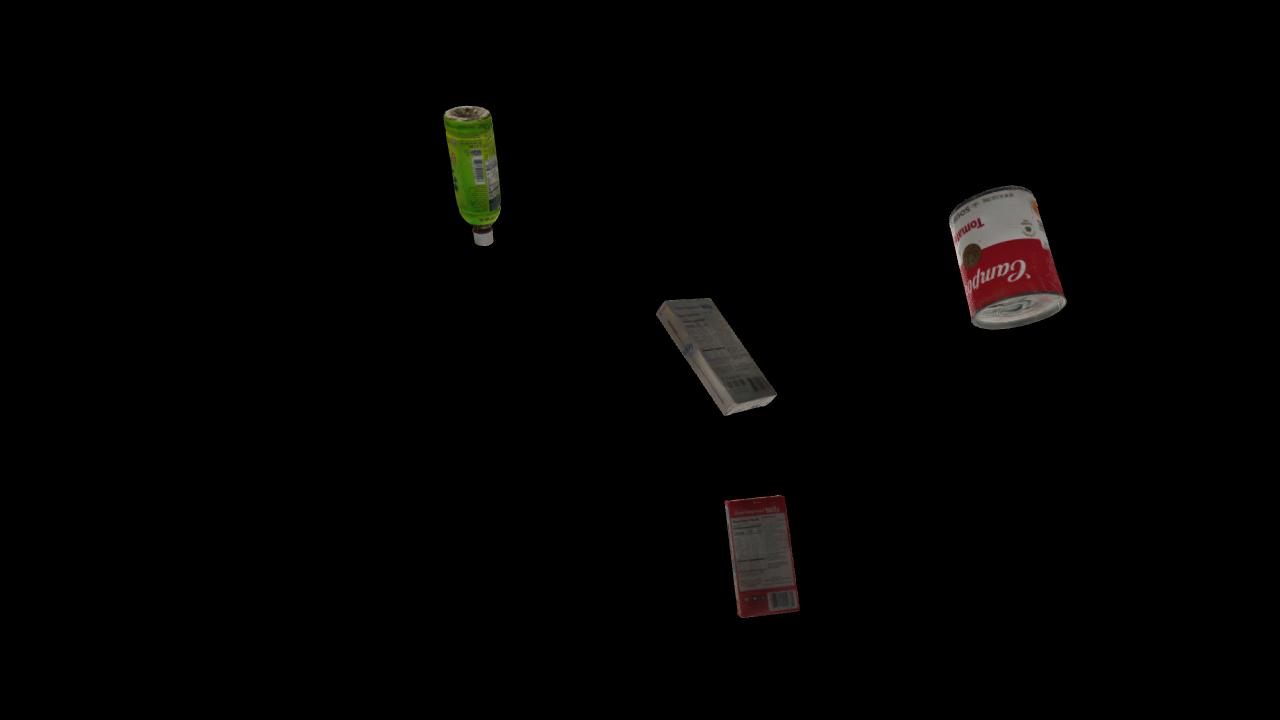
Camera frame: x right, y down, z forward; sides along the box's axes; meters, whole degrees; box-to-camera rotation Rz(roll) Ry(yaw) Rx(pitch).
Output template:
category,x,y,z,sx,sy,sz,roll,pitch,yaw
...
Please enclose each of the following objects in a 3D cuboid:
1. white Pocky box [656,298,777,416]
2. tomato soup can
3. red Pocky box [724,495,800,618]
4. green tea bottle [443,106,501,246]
category,x,y,z,sx,sy,sz,roll,pitch,yaw
white Pocky box,0.090,-0.008,0.723,0.084,0.154,0.028,-8,-34,-42
tomato soup can,0.303,-0.085,0.513,0.068,0.101,0.068,-1,-20,0
red Pocky box,0.167,0.267,0.846,0.083,0.155,0.028,-5,-9,-3
green tea bottle,-0.255,-0.278,0.957,0.073,0.212,0.073,2,37,-1
